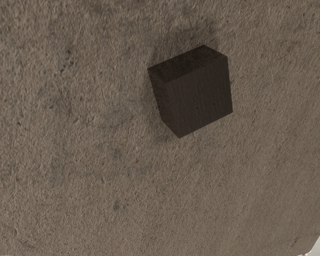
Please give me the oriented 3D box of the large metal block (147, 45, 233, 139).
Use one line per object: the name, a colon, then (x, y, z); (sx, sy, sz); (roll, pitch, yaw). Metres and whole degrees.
large metal block: (0.039, -0.046, 0.386); (0.080, 0.050, 0.080); (-26, 128, -13)
